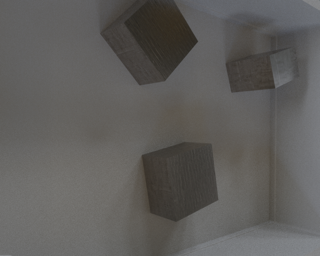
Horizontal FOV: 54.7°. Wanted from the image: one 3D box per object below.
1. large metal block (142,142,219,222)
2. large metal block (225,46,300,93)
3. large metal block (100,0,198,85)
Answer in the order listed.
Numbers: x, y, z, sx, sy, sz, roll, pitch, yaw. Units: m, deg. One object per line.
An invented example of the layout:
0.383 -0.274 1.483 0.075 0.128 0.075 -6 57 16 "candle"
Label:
0.028 0.067 0.414 0.081 0.050 0.079 -14 99 -39 "large metal block"
0.170 -0.096 0.513 0.081 0.080 0.050 -24 106 -37 "large metal block"
-0.011 -0.111 0.381 0.080 0.050 0.080 52 60 -27 "large metal block"
